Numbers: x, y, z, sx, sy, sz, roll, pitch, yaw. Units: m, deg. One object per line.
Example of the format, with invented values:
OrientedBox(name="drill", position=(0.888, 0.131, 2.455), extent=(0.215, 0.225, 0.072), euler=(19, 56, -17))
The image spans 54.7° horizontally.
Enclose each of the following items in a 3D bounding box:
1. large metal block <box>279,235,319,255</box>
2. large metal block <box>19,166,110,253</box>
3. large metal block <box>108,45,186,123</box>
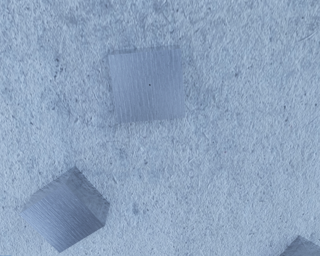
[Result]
OrientedBox(name="large metal block", position=(0.232, 0.229, 0.483), extent=(0.080, 0.050, 0.080), euler=(31, 107, -11))
OrientedBox(name="large metal block", position=(-0.131, 0.115, 0.437), extent=(0.080, 0.050, 0.080), euler=(-34, 107, 11))
OrientedBox(name="large metal block", position=(-0.014, -0.055, 0.376), extent=(0.080, 0.050, 0.079), euler=(-5, 110, 1))
